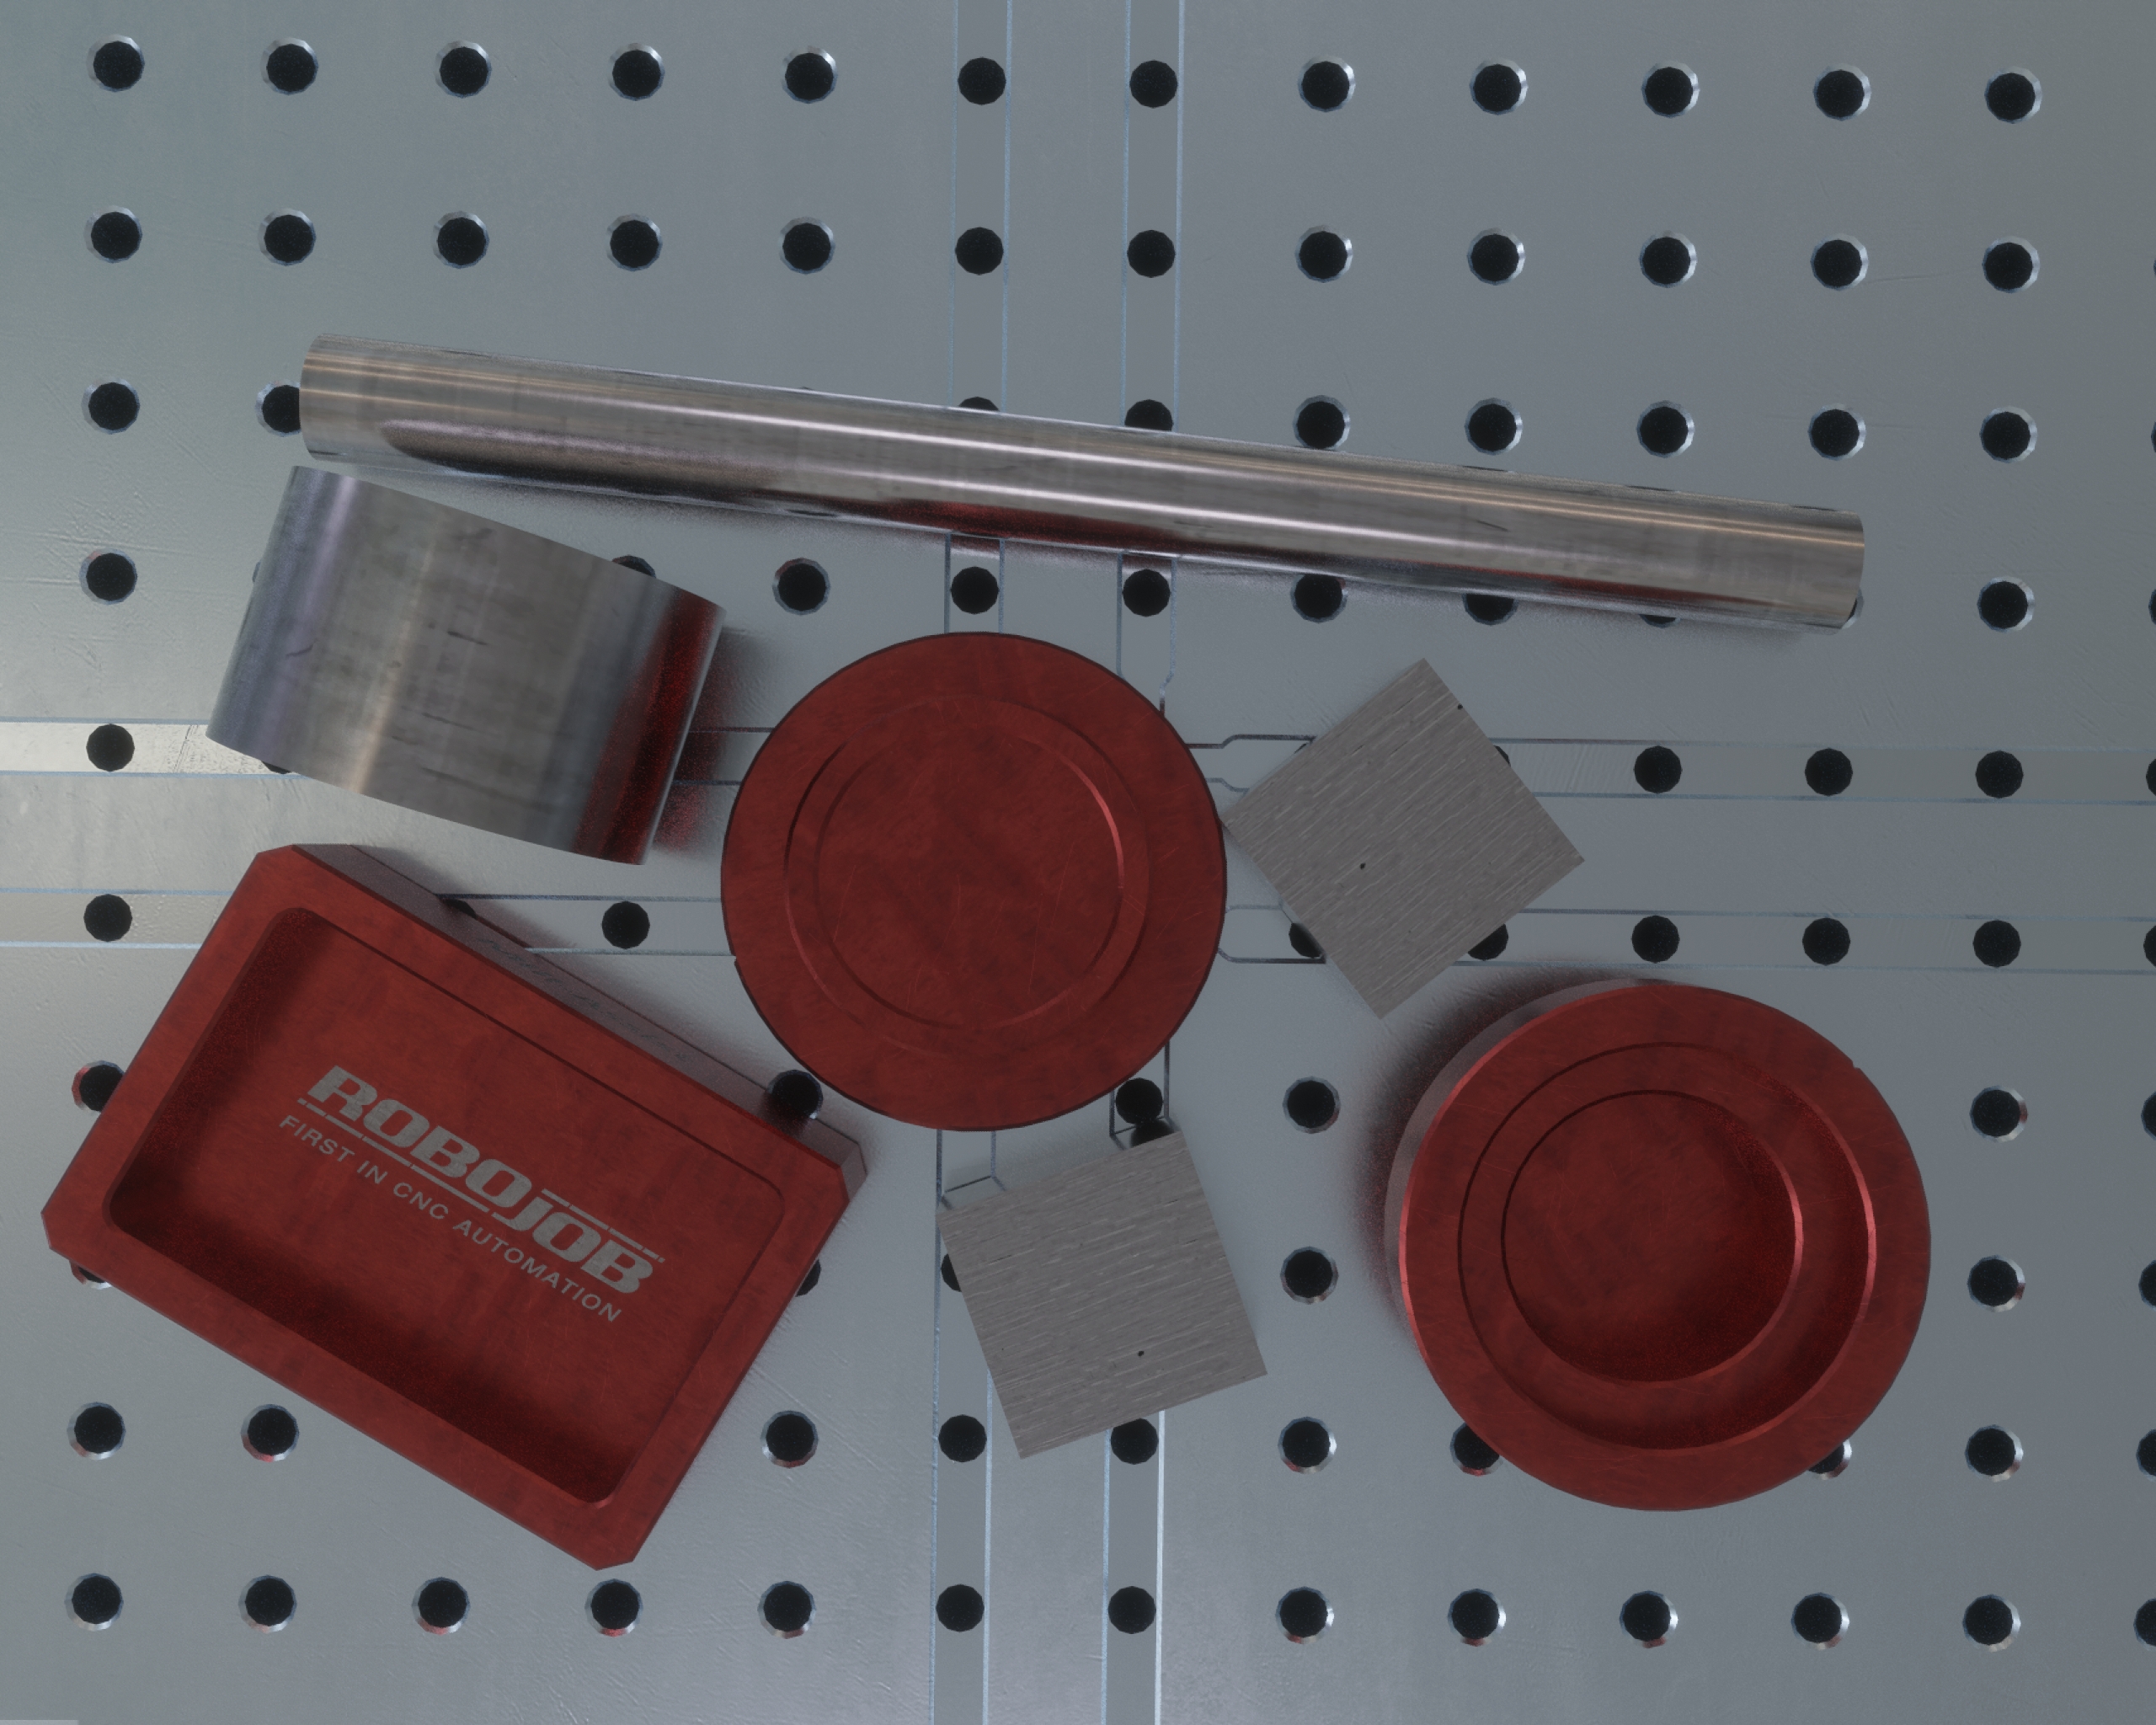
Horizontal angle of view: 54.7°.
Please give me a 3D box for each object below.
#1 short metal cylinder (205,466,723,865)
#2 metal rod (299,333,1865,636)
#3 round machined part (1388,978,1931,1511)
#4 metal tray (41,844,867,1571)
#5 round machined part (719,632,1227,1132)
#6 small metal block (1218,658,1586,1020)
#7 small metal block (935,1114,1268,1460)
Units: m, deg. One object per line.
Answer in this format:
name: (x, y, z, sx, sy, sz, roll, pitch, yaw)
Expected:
short metal cylinder: (-0.111, -0.035, 0.385, 0.080, 0.080, 0.050, 18, 90, 0)
metal rod: (0.001, -0.075, 0.413, 0.302, 0.025, 0.025, 7, 90, 0)
round machined part: (0.109, 0.071, 0.406, 0.099, 0.042, 0.097, 0, 90, 0)
metal tray: (-0.120, 0.065, 0.409, 0.130, 0.030, 0.090, 31, 90, 0)
round machined part: (-0.020, 0.003, 0.404, 0.099, 0.042, 0.097, 0, 87, 0)
small metal block: (0.062, -0.005, 0.414, 0.050, 0.025, 0.050, -38, 90, 0)
small metal block: (0.005, 0.083, 0.413, 0.050, 0.025, 0.050, -19, 90, 0)
